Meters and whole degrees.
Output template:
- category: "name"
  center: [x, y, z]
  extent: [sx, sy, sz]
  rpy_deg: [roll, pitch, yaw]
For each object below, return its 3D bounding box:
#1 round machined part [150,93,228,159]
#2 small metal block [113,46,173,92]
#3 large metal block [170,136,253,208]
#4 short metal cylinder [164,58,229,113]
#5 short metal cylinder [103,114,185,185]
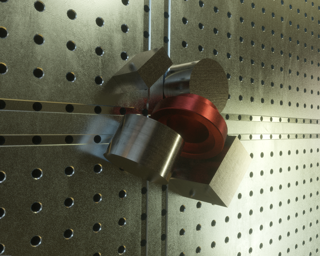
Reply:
- category: "round machined part"
  center: [0.038, -0.006, 0.396]
  extent: [0.098, 0.098, 0.042]
  rpy_deg: [49, 49, -30]
- category: "small metal block"
  center: [-0.021, -0.070, 0.377]
  extent: [0.050, 0.050, 0.025]
  rpy_deg: [-50, 120, -29]
- category: "large metal block"
  center: [0.068, 0.056, 0.434]
  extent: [0.050, 0.080, 0.080]
  rpy_deg: [51, 60, -28]
- category: "short metal cylinder"
  center: [0.052, -0.054, 0.438]
  extent: [0.081, 0.050, 0.079]
  rpy_deg: [0, 90, -40]
- category: "short metal cylinder"
  center: [-0.018, 0.026, 0.360]
  extent: [0.080, 0.080, 0.050]
  rpy_deg: [38, 67, -34]
